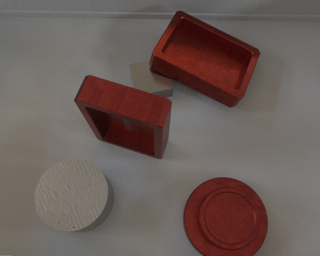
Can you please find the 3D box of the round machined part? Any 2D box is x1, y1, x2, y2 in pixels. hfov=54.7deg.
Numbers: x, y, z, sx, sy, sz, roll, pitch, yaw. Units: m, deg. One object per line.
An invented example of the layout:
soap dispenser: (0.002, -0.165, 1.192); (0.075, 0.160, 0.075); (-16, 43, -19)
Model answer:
round machined part: (0.078, 0.106, 0.363); (0.099, 0.042, 0.098); (0, 70, -1)

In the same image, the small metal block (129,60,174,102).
small metal block: (-0.012, -0.067, 0.434); (0.050, 0.025, 0.050); (-13, 71, -5)

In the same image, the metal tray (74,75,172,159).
metal tray: (-0.036, -0.006, 0.356); (0.090, 0.130, 0.030); (17, 71, 6)

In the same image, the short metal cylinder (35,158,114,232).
short metal cylinder: (-0.098, 0.081, 0.366); (0.081, 0.050, 0.080); (0, 70, 0)

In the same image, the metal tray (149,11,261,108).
metal tray: (0.063, -0.096, 0.426); (0.131, 0.030, 0.090); (27, 65, 0)
